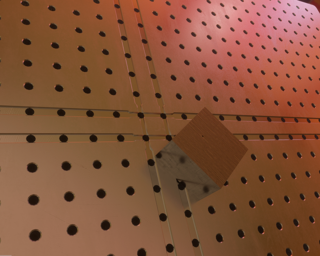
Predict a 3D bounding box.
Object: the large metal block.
[{"bbox_3d":[0.055,0.033,0.404,0.080,0.050,0.080,45,51,3],"label":"large metal block"}]
